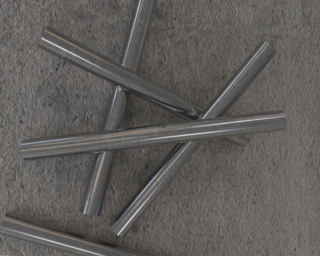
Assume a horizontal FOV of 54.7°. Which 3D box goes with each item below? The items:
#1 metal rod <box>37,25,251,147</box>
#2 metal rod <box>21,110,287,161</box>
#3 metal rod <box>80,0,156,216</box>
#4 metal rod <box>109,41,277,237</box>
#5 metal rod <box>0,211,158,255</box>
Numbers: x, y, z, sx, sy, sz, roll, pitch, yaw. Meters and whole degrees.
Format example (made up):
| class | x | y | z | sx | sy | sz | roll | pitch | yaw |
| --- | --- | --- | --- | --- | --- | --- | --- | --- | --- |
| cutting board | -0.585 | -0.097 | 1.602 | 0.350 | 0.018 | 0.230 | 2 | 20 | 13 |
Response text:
| class | x | y | z | sx | sy | sz | roll | pitch | yaw |
| --- | --- | --- | --- | --- | --- | --- | --- | --- | --- |
| metal rod | 0.001 | -0.039 | 0.387 | 0.302 | 0.025 | 0.025 | 24 | 82 | -27 |
| metal rod | -0.004 | 0.008 | 0.362 | 0.302 | 0.025 | 0.025 | -7 | 93 | -3 |
| metal rod | -0.049 | -0.041 | 0.390 | 0.025 | 0.025 | 0.299 | 16 | 85 | -20 |
| metal rod | 0.042 | 0.014 | 0.391 | 0.025 | 0.025 | 0.300 | 40 | 89 | -16 |
| metal rod | -0.045 | 0.163 | 0.392 | 0.302 | 0.025 | 0.025 | 24 | 82 | -19 |
